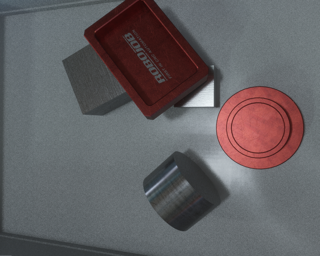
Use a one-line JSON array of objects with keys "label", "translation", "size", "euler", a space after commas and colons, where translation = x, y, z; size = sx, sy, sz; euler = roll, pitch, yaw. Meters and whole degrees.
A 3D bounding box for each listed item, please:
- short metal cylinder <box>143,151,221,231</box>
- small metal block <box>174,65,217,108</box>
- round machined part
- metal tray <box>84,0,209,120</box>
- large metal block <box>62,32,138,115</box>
[{"label": "short metal cylinder", "translation": [0.026, 0.075, 0.371], "size": [0.050, 0.080, 0.080], "euler": [-44, 77, 15]}, {"label": "small metal block", "translation": [0.046, -0.051, 0.394], "size": [0.050, 0.025, 0.050], "euler": [0, 90, 19]}, {"label": "round machined part", "translation": [0.115, 0.000, 0.361], "size": [0.098, 0.042, 0.097], "euler": [0, 90, 19]}, {"label": "metal tray", "translation": [-0.016, -0.086, 0.368], "size": [0.090, 0.030, 0.130], "euler": [-37, 82, -1]}, {"label": "large metal block", "translation": [-0.073, -0.070, 0.422], "size": [0.080, 0.050, 0.080], "euler": [-25, 82, 18]}]
